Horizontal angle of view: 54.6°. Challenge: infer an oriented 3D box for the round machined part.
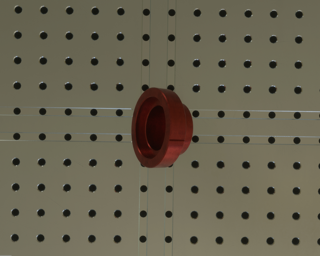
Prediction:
[{"bbox_3d":[0.005,0.000,0.386,0.042,0.098,0.097,3,90,-31],"label":"round machined part"}]
